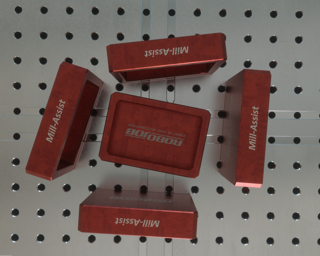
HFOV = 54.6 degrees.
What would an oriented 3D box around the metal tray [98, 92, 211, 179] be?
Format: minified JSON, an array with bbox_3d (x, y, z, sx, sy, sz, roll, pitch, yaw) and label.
[{"bbox_3d":[-0.007,0.009,0.410,0.131,0.030,0.090,11,90,-1],"label":"metal tray"}]

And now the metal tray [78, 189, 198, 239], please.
[{"bbox_3d":[-0.024,0.102,0.381,0.131,0.090,0.030,4,90,0],"label":"metal tray"}]

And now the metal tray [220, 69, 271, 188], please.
[{"bbox_3d":[0.102,0.000,0.381,0.030,0.090,0.129,5,90,0],"label":"metal tray"}]

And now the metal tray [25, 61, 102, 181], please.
[{"bbox_3d":[-0.113,-0.008,0.380,0.030,0.090,0.129,18,90,0],"label":"metal tray"}]

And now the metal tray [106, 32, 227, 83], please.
[{"bbox_3d":[0.008,-0.083,0.380,0.131,0.090,0.030,-6,90,0],"label":"metal tray"}]
